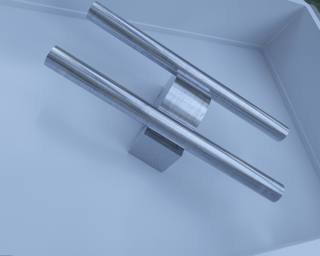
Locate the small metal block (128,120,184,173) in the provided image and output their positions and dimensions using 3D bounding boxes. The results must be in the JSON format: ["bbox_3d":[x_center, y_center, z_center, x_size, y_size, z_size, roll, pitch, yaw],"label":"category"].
[{"bbox_3d":[-0.003,0.022,0.374,0.050,0.050,0.025,32,52,-8],"label":"small metal block"}]

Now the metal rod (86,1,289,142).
[{"bbox_3d":[0.042,-0.069,0.406,0.301,0.025,0.025,31,52,-8],"label":"metal rod"}]

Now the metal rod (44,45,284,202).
[{"bbox_3d":[0.012,0.001,0.349,0.301,0.025,0.025,31,52,-8],"label":"metal rod"}]

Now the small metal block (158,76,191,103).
[{"bbox_3d":[0.033,-0.053,0.439,0.050,0.050,0.025,32,52,-8],"label":"small metal block"}]

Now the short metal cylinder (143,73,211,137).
[{"bbox_3d":[0.021,-0.023,0.395,0.050,0.080,0.080,32,51,-8],"label":"short metal cylinder"}]
